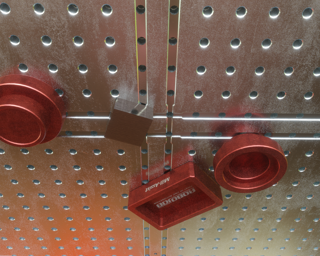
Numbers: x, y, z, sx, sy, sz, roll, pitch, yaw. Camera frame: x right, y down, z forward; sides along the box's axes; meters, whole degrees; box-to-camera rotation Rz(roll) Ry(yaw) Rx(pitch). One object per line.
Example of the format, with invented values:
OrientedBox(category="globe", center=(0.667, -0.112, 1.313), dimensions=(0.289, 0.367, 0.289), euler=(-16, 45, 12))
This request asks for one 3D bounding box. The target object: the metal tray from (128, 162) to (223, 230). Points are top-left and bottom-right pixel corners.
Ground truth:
OrientedBox(category="metal tray", center=(0.024, 0.115, 0.506), dimensions=(0.130, 0.030, 0.090), euler=(-31, 124, 23))

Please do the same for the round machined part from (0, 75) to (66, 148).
OrientedBox(category="round machined part", center=(-0.172, -0.014, 0.387), dimensions=(0.099, 0.042, 0.097), euler=(0, 130, 0))

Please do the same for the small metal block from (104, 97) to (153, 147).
OrientedBox(category="small metal block", center=(-0.041, -0.007, 0.405), dimensions=(0.050, 0.025, 0.050), euler=(16, 128, -13))

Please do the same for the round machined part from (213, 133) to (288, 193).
OrientedBox(category="round machined part", center=(0.125, 0.046, 0.440), dimensions=(0.099, 0.042, 0.097), euler=(0, 130, 0))
